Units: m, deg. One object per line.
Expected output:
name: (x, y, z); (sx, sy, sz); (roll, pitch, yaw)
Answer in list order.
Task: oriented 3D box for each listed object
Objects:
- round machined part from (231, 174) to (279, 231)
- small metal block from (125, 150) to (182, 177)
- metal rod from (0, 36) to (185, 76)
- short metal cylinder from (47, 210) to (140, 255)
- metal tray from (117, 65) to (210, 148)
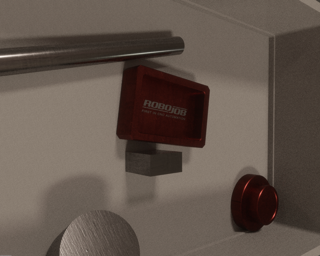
round machined part: (0.172, 0.132, 0.543); (0.099, 0.042, 0.097); (0, 90, -40)
small metal block: (-0.008, 0.042, 0.386); (0.050, 0.050, 0.025); (-1, 91, -40)
metal rod: (-0.087, -0.079, 0.334); (0.302, 0.025, 0.025); (-18, 102, -39)
short metal cylinder: (-0.068, 0.130, 0.313); (0.081, 0.050, 0.080); (19, 49, -24)
metal tray: (0.010, -0.023, 0.413); (0.131, 0.030, 0.089); (9, 84, -40)
